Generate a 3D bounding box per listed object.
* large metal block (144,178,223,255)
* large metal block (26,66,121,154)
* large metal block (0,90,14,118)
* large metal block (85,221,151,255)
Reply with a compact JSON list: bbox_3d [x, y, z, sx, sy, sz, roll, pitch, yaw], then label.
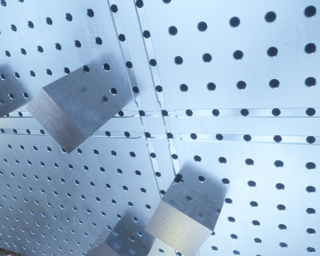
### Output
[{"bbox_3d":[0.034,0.134,0.459,0.080,0.050,0.079,30,128,8],"label":"large metal block"},{"bbox_3d":[-0.113,-0.026,0.418,0.080,0.080,0.050,49,128,-7],"label":"large metal block"},{"bbox_3d":[-0.315,-0.043,0.531,0.080,0.050,0.080,-16,110,34],"label":"large metal block"},{"bbox_3d":[-0.079,0.232,0.579,0.080,0.050,0.080,44,129,-3],"label":"large metal block"}]
